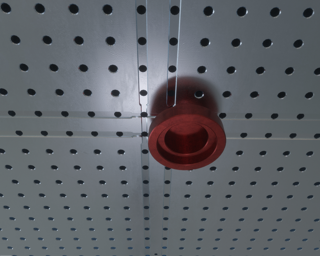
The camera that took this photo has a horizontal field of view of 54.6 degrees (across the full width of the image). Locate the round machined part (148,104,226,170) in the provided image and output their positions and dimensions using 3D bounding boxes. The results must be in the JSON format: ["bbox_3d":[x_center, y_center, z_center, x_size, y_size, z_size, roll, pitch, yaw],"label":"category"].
[{"bbox_3d":[0.034,0.007,0.407,0.099,0.042,0.097,0,130,0],"label":"round machined part"}]
